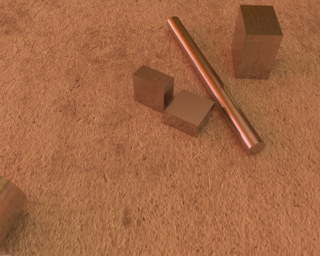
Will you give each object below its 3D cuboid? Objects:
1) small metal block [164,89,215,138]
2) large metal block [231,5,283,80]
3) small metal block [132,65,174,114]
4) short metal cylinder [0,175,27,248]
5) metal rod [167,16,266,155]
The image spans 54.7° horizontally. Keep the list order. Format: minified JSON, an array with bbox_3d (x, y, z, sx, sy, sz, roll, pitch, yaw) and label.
[{"bbox_3d":[0.040,-0.021,0.421,0.050,0.025,0.050,25,54,19],"label":"small metal block"},{"bbox_3d":[0.146,-0.132,0.480,0.050,0.080,0.080,2,50,2],"label":"large metal block"},{"bbox_3d":[-0.009,-0.053,0.432,0.050,0.050,0.025,26,55,20],"label":"small metal block"},{"bbox_3d":[-0.181,0.077,0.301,0.080,0.080,0.050,11,51,9],"label":"short metal cylinder"},{"bbox_3d":[0.072,-0.083,0.473,0.025,0.025,0.300,-14,52,-12],"label":"metal rod"}]
